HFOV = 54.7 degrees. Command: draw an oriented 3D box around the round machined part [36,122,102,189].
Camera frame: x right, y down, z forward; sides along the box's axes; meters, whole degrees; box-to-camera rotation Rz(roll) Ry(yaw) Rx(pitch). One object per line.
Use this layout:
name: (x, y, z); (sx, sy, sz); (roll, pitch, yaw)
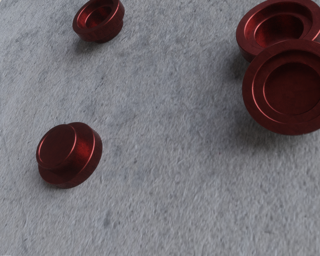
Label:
round machined part: (-0.135, 0.033, 0.441); (0.098, 0.042, 0.098); (-13, 56, 20)

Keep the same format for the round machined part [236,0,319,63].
round machined part: (0.148, -0.112, 0.384); (0.098, 0.042, 0.098); (-13, 56, 20)

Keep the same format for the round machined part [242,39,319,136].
round machined part: (0.141, -0.040, 0.328); (0.098, 0.042, 0.097); (-2, 85, 24)

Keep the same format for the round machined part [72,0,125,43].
round machined part: (-0.107, -0.195, 0.566); (0.098, 0.042, 0.098); (-13, 56, 20)
